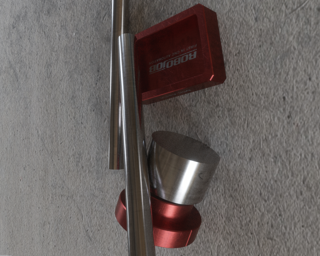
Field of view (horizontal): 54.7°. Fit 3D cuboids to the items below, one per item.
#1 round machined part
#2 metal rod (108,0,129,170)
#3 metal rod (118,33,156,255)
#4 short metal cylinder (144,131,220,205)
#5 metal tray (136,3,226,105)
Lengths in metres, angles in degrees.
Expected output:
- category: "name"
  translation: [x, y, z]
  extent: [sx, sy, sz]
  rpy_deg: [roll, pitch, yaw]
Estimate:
- category: "round machined part"
  translation: [0.002, 0.089, 0.356]
  extent: [0.098, 0.099, 0.042]
  rpy_deg: [27, 106, 36]
- category: "metal rod"
  translation: [-0.061, -0.089, 0.454]
  extent: [0.025, 0.025, 0.298]
  rpy_deg: [3, 92, 40]
- category: "metal rod"
  translation: [-0.028, 0.019, 0.335]
  extent: [0.025, 0.025, 0.299]
  rpy_deg: [-28, 56, 36]
- category: "short metal cylinder"
  translation: [0.021, 0.043, 0.352]
  extent: [0.080, 0.081, 0.050]
  rpy_deg: [31, 110, 35]
- category: "metal tray"
  translation: [0.013, -0.086, 0.390]
  extent: [0.130, 0.030, 0.090]
  rpy_deg: [-12, 82, 39]
